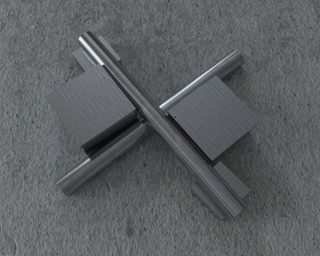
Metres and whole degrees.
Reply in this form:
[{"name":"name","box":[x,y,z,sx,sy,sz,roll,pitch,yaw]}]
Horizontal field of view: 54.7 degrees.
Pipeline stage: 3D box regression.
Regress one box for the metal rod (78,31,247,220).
[{"name":"metal rod","box":[-0.007,-0.014,0.387,0.025,0.025,0.300,-38,75,-13]}]

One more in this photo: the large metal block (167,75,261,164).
[{"name":"large metal block","box":[0.066,-0.006,0.399,0.080,0.050,0.080,-37,74,-13]}]

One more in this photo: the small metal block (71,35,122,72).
[{"name":"small metal block","box":[-0.089,-0.097,0.445,0.050,0.025,0.050,-36,74,-12]}]

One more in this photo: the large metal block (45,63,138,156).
[{"name":"large metal block","box":[-0.085,-0.022,0.402,0.080,0.050,0.080,-35,74,-12]}]

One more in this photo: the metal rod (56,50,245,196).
[{"name":"metal rod","box":[-0.004,-0.014,0.415,0.301,0.025,0.025,-37,74,-13]}]

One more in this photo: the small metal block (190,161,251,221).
[{"name":"small metal block","box":[0.073,0.078,0.382,0.050,0.025,0.050,-41,75,-14]}]
